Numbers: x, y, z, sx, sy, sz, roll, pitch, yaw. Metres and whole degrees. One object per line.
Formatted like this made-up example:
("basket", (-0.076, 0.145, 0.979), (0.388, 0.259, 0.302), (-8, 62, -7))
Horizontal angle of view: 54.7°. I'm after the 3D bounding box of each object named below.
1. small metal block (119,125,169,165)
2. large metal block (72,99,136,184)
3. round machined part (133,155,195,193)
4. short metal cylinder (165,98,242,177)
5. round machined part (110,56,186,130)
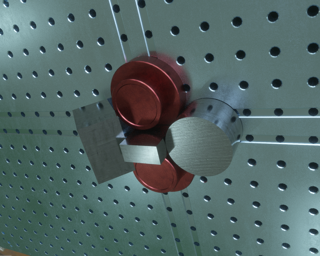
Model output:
("small metal block", (-0.014, 0.019, 0.386), (0.050, 0.050, 0.025), (2, 119, 27))
("large metal block", (-0.077, 0.015, 0.418), (0.050, 0.080, 0.080), (-20, 115, -12))
("round machined part", (0.001, 0.051, 0.432), (0.098, 0.042, 0.097), (13, 124, 21))
("short metal cylinder", (0.053, 0.011, 0.372), (0.080, 0.050, 0.079), (13, 124, 21))
("round machined part", (-0.021, -0.037, 0.389), (0.098, 0.042, 0.097), (13, 124, 21))
